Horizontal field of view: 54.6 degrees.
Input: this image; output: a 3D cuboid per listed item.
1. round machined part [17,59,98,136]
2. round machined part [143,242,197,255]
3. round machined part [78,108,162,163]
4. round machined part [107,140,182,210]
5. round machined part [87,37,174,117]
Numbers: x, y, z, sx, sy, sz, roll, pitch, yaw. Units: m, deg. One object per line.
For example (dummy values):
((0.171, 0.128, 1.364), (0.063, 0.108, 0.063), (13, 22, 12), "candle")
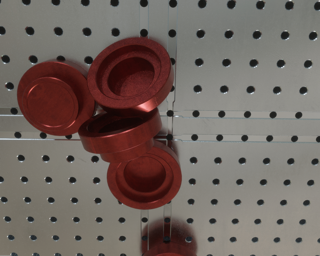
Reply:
((-0.131, -0.035, 0.391), (0.099, 0.042, 0.097), (0, 110, 0), "round machined part")
((0.015, 0.220, 0.485), (0.099, 0.042, 0.097), (0, 110, 0), "round machined part")
((-0.045, 0.008, 0.377), (0.098, 0.098, 0.042), (-13, 112, 4), "round machined part")
((-0.021, 0.059, 0.425), (0.099, 0.042, 0.097), (0, 112, -1), "round machined part")
((-0.031, -0.055, 0.365), (0.098, 0.098, 0.042), (-16, 151, 6), "round machined part")
